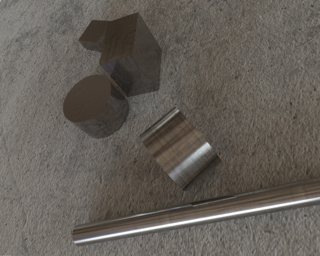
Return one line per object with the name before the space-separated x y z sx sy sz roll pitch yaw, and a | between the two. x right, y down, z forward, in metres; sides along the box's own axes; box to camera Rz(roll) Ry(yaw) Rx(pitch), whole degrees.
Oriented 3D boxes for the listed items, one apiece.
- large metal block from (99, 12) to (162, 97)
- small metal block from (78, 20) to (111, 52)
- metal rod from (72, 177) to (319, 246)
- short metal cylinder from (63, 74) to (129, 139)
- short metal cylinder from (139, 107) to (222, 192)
large metal block | -0.039 -0.104 0.451 0.050 0.080 0.080 -10 58 23
small metal block | -0.112 -0.168 0.564 0.050 0.025 0.050 16 70 34
metal rod | 0.040 0.090 0.326 0.301 0.025 0.025 -16 55 18
short metal cylinder | -0.093 -0.031 0.454 0.080 0.050 0.080 -13 56 20
short metal cylinder | 0.022 0.023 0.342 0.050 0.080 0.080 -40 51 1
